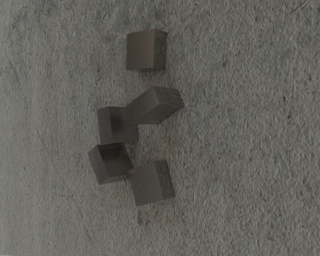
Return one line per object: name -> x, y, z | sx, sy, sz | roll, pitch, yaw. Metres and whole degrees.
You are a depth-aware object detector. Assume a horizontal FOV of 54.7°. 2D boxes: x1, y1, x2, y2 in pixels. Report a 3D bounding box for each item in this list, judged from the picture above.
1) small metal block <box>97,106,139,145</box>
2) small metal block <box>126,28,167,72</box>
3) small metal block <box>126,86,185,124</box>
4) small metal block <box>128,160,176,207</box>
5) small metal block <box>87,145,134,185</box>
small metal block -> -0.058, -0.003, 0.437 | 0.025, 0.050, 0.050 | -12, 82, 39
small metal block -> -0.019, -0.104, 0.421 | 0.050, 0.025, 0.050 | 3, 92, 40
small metal block -> -0.006, -0.027, 0.393 | 0.050, 0.050, 0.025 | -34, 69, 35
small metal block -> -0.012, 0.074, 0.415 | 0.050, 0.025, 0.050 | -24, 75, 37
small metal block -> -0.069, 0.051, 0.446 | 0.025, 0.050, 0.050 | -38, 67, 33
